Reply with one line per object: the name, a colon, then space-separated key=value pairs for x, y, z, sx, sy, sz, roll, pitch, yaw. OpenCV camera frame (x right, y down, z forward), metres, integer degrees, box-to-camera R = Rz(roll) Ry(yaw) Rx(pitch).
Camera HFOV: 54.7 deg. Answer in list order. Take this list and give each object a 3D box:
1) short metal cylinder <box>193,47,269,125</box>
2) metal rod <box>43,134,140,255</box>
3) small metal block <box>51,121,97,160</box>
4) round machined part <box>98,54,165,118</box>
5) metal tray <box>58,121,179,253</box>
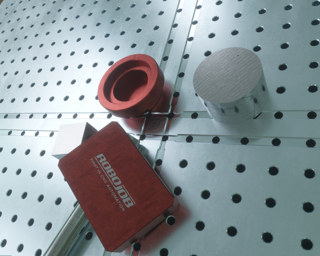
short metal cylinder: x=0.087 y=-0.051 z=0.377 sx=0.080 sy=0.050 sz=0.080 roll=-13 pitch=56 yaw=20
metal rod: x=-0.115 y=0.136 z=0.383 sx=0.025 sy=0.025 sz=0.300 roll=23 pitch=73 yaw=36
small metal block: x=-0.128 y=0.021 z=0.460 sx=0.050 sy=0.025 sz=0.050 roll=-7 pitch=59 yaw=24
round machined part: x=-0.038 y=-0.056 z=0.450 sx=0.098 sy=0.042 sz=0.098 roll=-13 pitch=56 yaw=21
metal tray: x=-0.052 y=0.066 z=0.367 sx=0.090 sy=0.030 sz=0.130 roll=-37 pitch=64 yaw=-4
